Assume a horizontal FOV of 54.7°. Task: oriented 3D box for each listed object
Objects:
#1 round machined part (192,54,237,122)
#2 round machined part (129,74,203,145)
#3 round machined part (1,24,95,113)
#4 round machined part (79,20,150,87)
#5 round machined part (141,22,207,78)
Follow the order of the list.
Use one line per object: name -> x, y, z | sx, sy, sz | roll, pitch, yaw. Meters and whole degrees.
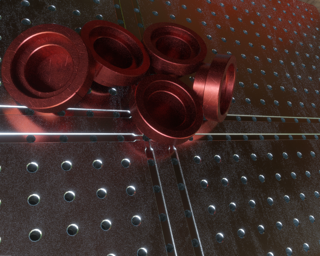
round machined part -> 0.079, -0.060, 0.455 | 0.042, 0.097, 0.098 | 13, 47, 23
round machined part -> 0.005, -0.020, 0.414 | 0.099, 0.042, 0.098 | 14, 56, -21
round machined part -> -0.121, -0.064, 0.352 | 0.099, 0.042, 0.098 | -1, 79, 6
round machined part -> -0.066, -0.093, 0.413 | 0.099, 0.042, 0.098 | 21, 46, -24
round machined part -> 0.018, -0.113, 0.469 | 0.099, 0.042, 0.098 | 9, 51, -11
